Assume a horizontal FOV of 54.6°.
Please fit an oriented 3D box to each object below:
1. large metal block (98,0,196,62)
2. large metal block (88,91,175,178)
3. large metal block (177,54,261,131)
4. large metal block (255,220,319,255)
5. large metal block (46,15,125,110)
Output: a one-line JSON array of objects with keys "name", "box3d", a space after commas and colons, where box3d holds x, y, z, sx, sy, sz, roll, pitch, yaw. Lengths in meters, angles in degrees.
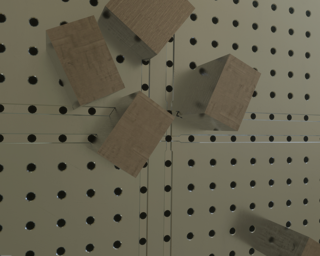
[{"name": "large metal block", "box3d": [-0.017, -0.144, 0.393, 0.080, 0.050, 0.080, 41, 77, -16]}, {"name": "large metal block", "box3d": [-0.037, 0.006, 0.369, 0.050, 0.080, 0.080, 36, 78, -17]}, {"name": "large metal block", "box3d": [0.075, -0.043, 0.411, 0.050, 0.080, 0.080, 27, 81, -18]}, {"name": "large metal block", "box3d": [0.206, 0.188, 0.459, 0.080, 0.080, 0.050, 33, 80, -17]}, {"name": "large metal block", "box3d": [-0.087, -0.069, 0.351, 0.050, 0.080, 0.080, -26, 99, -18]}]
